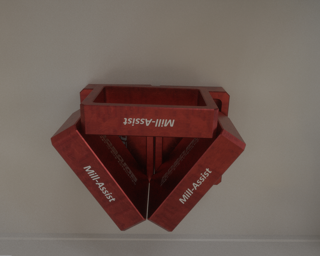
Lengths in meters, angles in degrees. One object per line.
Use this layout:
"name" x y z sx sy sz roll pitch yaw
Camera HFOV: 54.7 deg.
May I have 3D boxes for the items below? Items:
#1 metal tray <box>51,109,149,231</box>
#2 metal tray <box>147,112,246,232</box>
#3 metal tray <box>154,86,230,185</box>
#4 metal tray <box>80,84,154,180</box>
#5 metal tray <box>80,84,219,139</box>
"metal tray" -0.061 0.041 0.357 0.030 0.090 0.130 -30 108 11
"metal tray" 0.036 0.044 0.358 0.030 0.090 0.129 34 107 -12
"metal tray" 0.039 0.011 0.412 0.091 0.030 0.129 1 109 -1
"metal tray" -0.053 0.009 0.411 0.091 0.030 0.129 0 109 0
"metal tray" -0.010 -0.021 0.334 0.131 0.090 0.030 2 111 -1
